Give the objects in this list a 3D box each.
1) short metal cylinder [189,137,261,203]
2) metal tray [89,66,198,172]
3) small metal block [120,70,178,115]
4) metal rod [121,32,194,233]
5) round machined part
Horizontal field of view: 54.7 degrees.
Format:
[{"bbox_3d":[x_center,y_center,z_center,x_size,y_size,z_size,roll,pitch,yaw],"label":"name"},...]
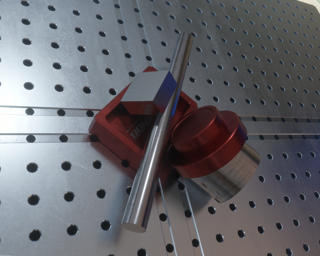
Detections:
[{"bbox_3d":[0.078,0.046,0.387,0.050,0.080,0.080,40,51,-2],"label":"short metal cylinder"},{"bbox_3d":[-0.017,-0.015,0.406,0.090,0.030,0.131,40,51,-1],"label":"metal tray"},{"bbox_3d":[-0.013,-0.044,0.385,0.025,0.050,0.050,54,51,-41],"label":"small metal block"},{"bbox_3d":[0.007,-0.020,0.387,0.025,0.025,0.300,25,53,-13],"label":"metal rod"},{"bbox_3d":[0.049,0.010,0.370,0.042,0.098,0.098,52,48,-20],"label":"round machined part"}]
